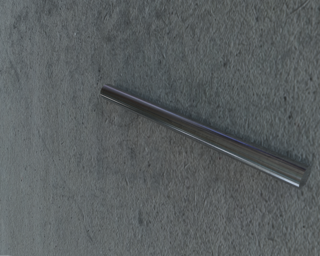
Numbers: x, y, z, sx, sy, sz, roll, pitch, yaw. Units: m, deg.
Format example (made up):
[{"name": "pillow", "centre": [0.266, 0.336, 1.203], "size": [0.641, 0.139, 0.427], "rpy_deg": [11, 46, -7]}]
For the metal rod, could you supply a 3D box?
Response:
[{"name": "metal rod", "centre": [0.028, -0.004, 0.382], "size": [0.300, 0.025, 0.025], "rpy_deg": [25, 106, 37]}]
